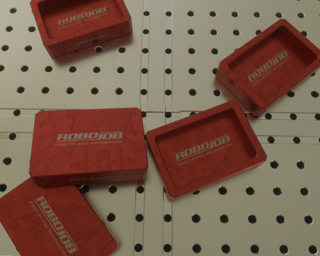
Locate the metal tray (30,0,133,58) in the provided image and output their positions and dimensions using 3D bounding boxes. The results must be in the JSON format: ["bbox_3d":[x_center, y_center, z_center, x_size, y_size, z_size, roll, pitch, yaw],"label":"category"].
[{"bbox_3d":[-0.118,-0.169,0.469,0.131,0.030,0.090,-21,72,-8],"label":"metal tray"}]

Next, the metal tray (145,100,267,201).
[{"bbox_3d":[0.057,0.027,0.399,0.131,0.030,0.090,-20,72,-8],"label":"metal tray"}]

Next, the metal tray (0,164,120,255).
[{"bbox_3d":[-0.121,0.116,0.365,0.090,0.030,0.130,-37,74,-13],"label":"metal tray"}]

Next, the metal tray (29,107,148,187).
[{"bbox_3d":[-0.085,0.021,0.381,0.131,0.030,0.090,-3,57,-10],"label":"metal tray"}]

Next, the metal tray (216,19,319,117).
[{"bbox_3d":[0.158,-0.088,0.443,0.131,0.030,0.090,-36,74,-13],"label":"metal tray"}]
